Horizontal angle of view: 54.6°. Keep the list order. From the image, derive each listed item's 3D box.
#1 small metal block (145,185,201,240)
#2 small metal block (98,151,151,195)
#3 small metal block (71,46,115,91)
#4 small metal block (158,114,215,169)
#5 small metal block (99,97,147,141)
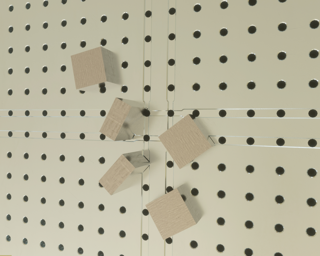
[{"bbox_3d":[0.017,0.110,0.407,0.050,0.025,0.050,-32,80,17],"label":"small metal block"},{"bbox_3d":[-0.046,0.059,0.416,0.025,0.050,0.050,45,104,14],"label":"small metal block"},{"bbox_3d":[-0.097,-0.084,0.447,0.050,0.025,0.050,-11,86,19],"label":"small metal block"},{"bbox_3d":[0.035,0.017,0.401,0.050,0.025,0.050,-38,78,16],"label":"small metal block"},{"bbox_3d":[-0.048,-0.011,0.417,0.025,0.050,0.050,30,100,17],"label":"small metal block"}]
